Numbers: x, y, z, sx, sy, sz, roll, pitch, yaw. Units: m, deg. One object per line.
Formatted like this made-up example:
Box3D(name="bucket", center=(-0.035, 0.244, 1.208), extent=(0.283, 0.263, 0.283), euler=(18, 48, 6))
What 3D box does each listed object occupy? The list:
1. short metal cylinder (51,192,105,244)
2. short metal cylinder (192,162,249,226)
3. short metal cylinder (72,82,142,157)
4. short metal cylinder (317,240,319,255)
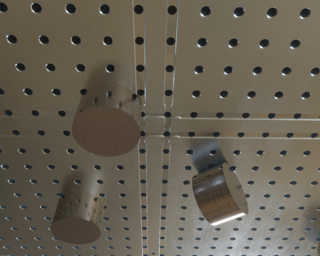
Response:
Box3D(name="short metal cylinder", center=(-0.137, 0.153, 0.524), extent=(0.081, 0.050, 0.079), euler=(0, 130, 0))
Box3D(name="short metal cylinder", center=(0.090, 0.098, 0.460), extent=(0.050, 0.080, 0.080), euler=(-27, 125, 21))
Box3D(name="short metal cylinder", center=(-0.064, -0.010, 0.386), extent=(0.081, 0.050, 0.079), euler=(-1, 130, -1))
Box3D(name="short metal cylinder", center=(0.347, 0.252, 0.596), extent=(0.080, 0.080, 0.050), euler=(-11, 129, 9))
